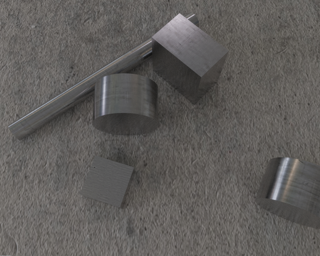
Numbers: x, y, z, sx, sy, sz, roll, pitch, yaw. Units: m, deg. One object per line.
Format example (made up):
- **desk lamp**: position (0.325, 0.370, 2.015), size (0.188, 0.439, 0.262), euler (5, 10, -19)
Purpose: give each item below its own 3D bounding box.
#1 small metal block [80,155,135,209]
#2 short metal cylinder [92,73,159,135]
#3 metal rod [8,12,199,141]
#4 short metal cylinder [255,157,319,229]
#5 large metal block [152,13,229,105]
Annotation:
- **small metal block**: position (-0.063, 0.067, 0.383), size (0.050, 0.025, 0.050), euler (16, 71, 6)
- **short metal cylinder**: position (-0.042, -0.027, 0.388), size (0.081, 0.080, 0.050), euler (-1, 70, 0)
- **metal rod**: position (-0.069, -0.078, 0.435), size (0.301, 0.025, 0.025), euler (-35, 74, -12)
- **short metal cylinder**: position (0.156, 0.074, 0.353), size (0.080, 0.080, 0.050), euler (23, 72, 8)
- **large metal block**: position (0.036, -0.088, 0.411), size (0.080, 0.080, 0.050), euler (42, 75, 13)
